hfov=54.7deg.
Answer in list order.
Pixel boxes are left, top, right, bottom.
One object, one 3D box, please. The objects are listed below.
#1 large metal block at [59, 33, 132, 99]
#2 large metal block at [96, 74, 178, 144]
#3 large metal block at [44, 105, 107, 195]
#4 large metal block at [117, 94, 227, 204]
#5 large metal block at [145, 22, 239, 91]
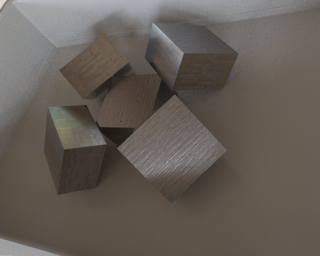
[{"bbox_3d":[-0.090,-0.087,0.459,0.080,0.080,0.050,-39,94,2],"label":"large metal block"},{"bbox_3d":[-0.030,-0.024,0.417,0.080,0.050,0.080,1,62,28],"label":"large metal block"},{"bbox_3d":[-0.114,0.027,0.405,0.080,0.050,0.079,55,138,39],"label":"large metal block"},{"bbox_3d":[0.011,0.021,0.341,0.080,0.050,0.080,-43,96,-3],"label":"large metal block"},{"bbox_3d":[0.038,-0.093,0.398,0.081,0.050,0.080,-7,43,-29],"label":"large metal block"}]
